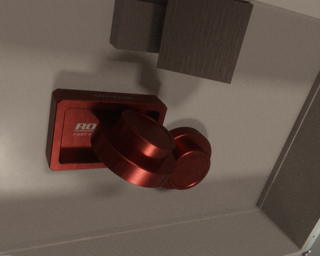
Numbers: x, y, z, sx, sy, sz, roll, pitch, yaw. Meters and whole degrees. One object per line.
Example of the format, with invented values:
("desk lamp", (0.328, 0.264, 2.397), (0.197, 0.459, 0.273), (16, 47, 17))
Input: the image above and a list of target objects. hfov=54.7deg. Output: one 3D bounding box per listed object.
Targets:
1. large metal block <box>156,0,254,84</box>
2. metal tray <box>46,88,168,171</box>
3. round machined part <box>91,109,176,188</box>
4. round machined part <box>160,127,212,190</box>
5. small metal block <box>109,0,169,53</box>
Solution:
("large metal block", (0.046, -0.101, 0.333), (0.080, 0.050, 0.079), (13, 117, 4))
("metal tray", (-0.064, 0.003, 0.373), (0.131, 0.030, 0.089), (1, 118, -29))
("round machined part", (-0.022, 0.016, 0.341), (0.099, 0.098, 0.042), (20, 115, -36))
("round machined part", (0.034, 0.051, 0.449), (0.099, 0.042, 0.097), (-14, 125, -21))
("small metal block", (-0.023, -0.110, 0.330), (0.050, 0.025, 0.050), (-2, 119, -28))
